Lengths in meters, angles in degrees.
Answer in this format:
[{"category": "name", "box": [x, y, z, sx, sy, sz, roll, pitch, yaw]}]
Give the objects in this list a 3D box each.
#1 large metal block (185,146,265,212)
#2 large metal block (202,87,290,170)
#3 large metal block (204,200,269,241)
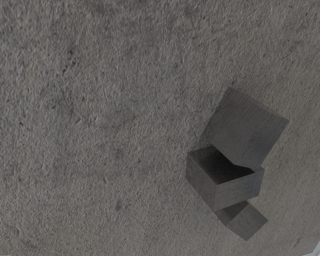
[{"category": "large metal block", "box": [0.094, 0.069, 0.465, 0.081, 0.080, 0.050, -13, 124, -22]}, {"category": "large metal block", "box": [0.116, 0.000, 0.434, 0.050, 0.080, 0.080, 15, 110, -35]}, {"category": "large metal block", "box": [0.122, 0.131, 0.519, 0.050, 0.080, 0.080, -46, 129, 3]}]
